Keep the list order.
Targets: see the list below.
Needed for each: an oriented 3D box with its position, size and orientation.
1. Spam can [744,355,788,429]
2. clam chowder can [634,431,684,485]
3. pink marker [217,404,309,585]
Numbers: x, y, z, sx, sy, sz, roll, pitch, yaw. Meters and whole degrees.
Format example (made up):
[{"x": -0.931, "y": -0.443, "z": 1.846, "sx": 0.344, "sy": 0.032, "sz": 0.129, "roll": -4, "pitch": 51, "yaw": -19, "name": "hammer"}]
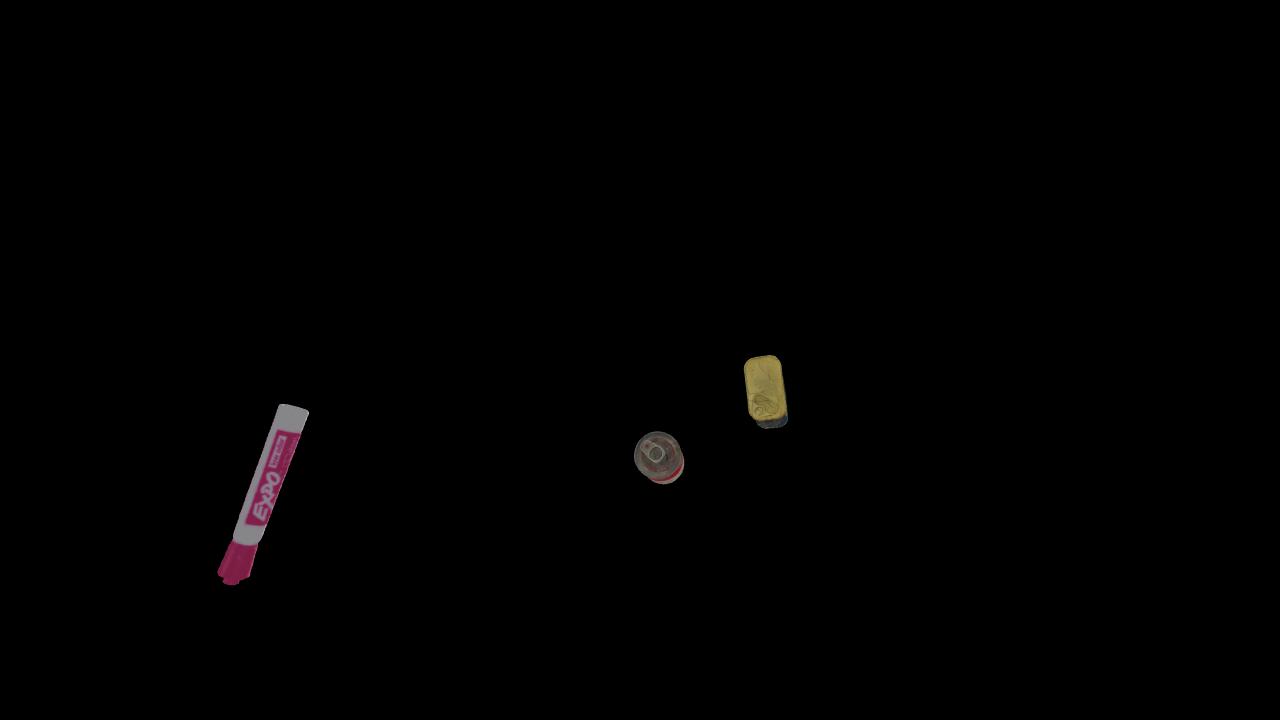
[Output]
[{"x": 0.202, "y": 0.053, "z": 0.972, "sx": 0.058, "sy": 0.101, "sz": 0.085, "roll": -8, "pitch": -18, "yaw": 15, "name": "Spam can"}, {"x": 0.031, "y": 0.148, "z": 0.914, "sx": 0.068, "sy": 0.068, "sz": 0.102, "roll": 0, "pitch": -16, "yaw": 7, "name": "clam chowder can"}, {"x": -0.251, "y": 0.089, "z": 0.409, "sx": 0.020, "sy": 0.121, "sz": 0.020, "roll": 18, "pitch": -4, "yaw": 1, "name": "pink marker"}]
